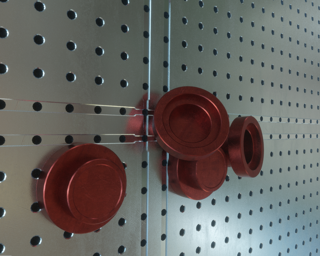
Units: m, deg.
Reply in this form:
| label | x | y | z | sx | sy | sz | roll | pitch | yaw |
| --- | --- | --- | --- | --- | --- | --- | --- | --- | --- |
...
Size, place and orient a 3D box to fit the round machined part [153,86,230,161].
| label | x | y | z | sx | sy | sz | roll | pitch | yaw |
| --- | --- | --- | --- | --- | --- | --- | --- | --- | --- |
| round machined part | 0.038 | -0.003 | 0.412 | 0.099 | 0.042 | 0.098 | 3 | 67 | -8 |

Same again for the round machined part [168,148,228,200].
| label | x | y | z | sx | sy | sz | roll | pitch | yaw |
| --- | --- | --- | --- | --- | --- | --- | --- | --- | --- |
| round machined part | 0.061 | 0.056 | 0.452 | 0.099 | 0.042 | 0.097 | 0 | 90 | -40 |

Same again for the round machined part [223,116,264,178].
| label | x | y | z | sx | sy | sz | roll | pitch | yaw |
| --- | --- | --- | --- | --- | --- | --- | --- | --- | --- |
| round machined part | 0.131 | 0.031 | 0.502 | 0.099 | 0.042 | 0.097 | 8 | 80 | -52 |

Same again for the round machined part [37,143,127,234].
| label | x | y | z | sx | sy | sz | roll | pitch | yaw |
| --- | --- | --- | --- | --- | --- | --- | --- | --- | --- |
| round machined part | -0.076 | 0.065 | 0.336 | 0.099 | 0.042 | 0.097 | 0 | 90 | -40 |
